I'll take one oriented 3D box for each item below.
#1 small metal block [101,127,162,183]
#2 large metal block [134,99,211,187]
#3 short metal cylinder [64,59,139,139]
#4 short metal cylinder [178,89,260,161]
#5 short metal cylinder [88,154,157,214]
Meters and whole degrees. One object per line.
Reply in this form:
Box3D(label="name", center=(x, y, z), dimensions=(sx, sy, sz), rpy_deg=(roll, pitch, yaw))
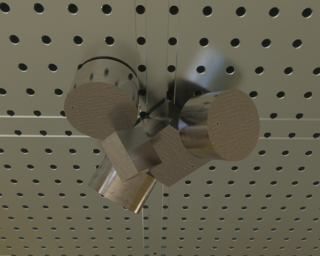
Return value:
Box3D(label="small metal block", center=(-0.031, 0.028, 0.349), dimensions=(0.025, 0.050, 0.050), rpy_deg=(-36, 78, 28))
Box3D(label="large metal block", center=(0.011, 0.023, 0.407), dimensions=(0.080, 0.050, 0.080), rpy_deg=(37, 121, -27))
Box3D(label="short metal cylinder", center=(-0.065, -0.033, 0.362), dimensions=(0.081, 0.050, 0.079), rpy_deg=(0, 130, 0))
Box3D(label="short metal cylinder", center=(0.069, -0.003, 0.360), dimensions=(0.080, 0.080, 0.050), rpy_deg=(36, 160, -26))
Box3D(label="short metal cylinder", center=(-0.051, 0.076, 0.427), dimensions=(0.080, 0.050, 0.080), rpy_deg=(29, 168, 7))
